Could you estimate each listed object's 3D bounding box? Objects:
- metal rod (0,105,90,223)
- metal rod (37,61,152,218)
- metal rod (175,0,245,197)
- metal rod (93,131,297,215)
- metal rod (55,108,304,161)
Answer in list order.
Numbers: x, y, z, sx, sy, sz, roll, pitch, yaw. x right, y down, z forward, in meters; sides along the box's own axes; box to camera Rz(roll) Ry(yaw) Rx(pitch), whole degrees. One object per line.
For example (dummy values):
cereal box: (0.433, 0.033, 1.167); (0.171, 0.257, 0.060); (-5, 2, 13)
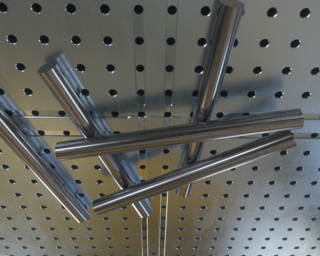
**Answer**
metal rod: (-0.182, 0.047, 0.449); (0.025, 0.025, 0.299); (-15, 129, 12)
metal rod: (-0.076, 0.037, 0.442); (0.025, 0.025, 0.299); (-16, 129, 12)
metal rod: (0.054, -0.011, 0.402); (0.025, 0.025, 0.298); (5, 130, -5)
metal rod: (0.035, 0.067, 0.435); (0.300, 0.025, 0.025); (-23, 127, 18)
metal rod: (0.019, 0.009, 0.385); (0.302, 0.025, 0.025); (-8, 130, 6)
